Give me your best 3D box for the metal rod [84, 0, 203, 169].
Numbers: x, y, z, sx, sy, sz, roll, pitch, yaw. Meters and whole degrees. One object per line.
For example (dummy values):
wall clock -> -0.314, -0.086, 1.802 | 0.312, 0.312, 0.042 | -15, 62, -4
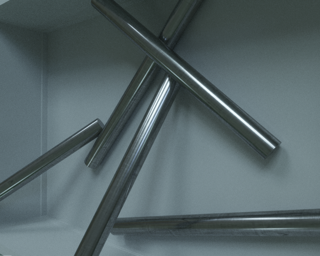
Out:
metal rod -> -0.033, -0.054, 0.433 | 0.025, 0.025, 0.298 | 50, 119, 28

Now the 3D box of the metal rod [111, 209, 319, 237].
metal rod -> 0.047, 0.115, 0.368 | 0.300, 0.025, 0.025 | -16, 80, 39

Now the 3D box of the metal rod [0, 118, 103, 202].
metal rod -> -0.217, 0.077, 0.496 | 0.301, 0.025, 0.025 | -33, 67, 4

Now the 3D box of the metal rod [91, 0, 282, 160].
metal rod -> 0.015, -0.075, 0.367 | 0.300, 0.025, 0.025 | 45, 117, 21

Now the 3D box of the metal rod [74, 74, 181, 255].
metal rod -> -0.043, 0.062, 0.361 | 0.025, 0.025, 0.299 | 16, 74, 39
